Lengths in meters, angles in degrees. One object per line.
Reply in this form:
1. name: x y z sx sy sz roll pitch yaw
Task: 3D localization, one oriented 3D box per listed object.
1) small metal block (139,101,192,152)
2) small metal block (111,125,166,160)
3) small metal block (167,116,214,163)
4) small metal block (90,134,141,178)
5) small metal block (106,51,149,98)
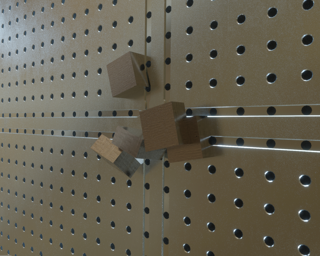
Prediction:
1. small metal block: 0.006 -0.001 0.370 0.050 0.025 0.050 -15 80 38
2. small metal block: -0.026 0.020 0.410 0.050 0.050 0.025 26 100 39
3. small metal block: 0.034 0.014 0.380 0.050 0.025 0.050 -13 82 38
4. small metal block: -0.062 0.040 0.439 0.050 0.050 0.025 26 72 36
5. small metal block: -0.047 -0.075 0.446 0.050 0.025 0.050 -20 78 38
